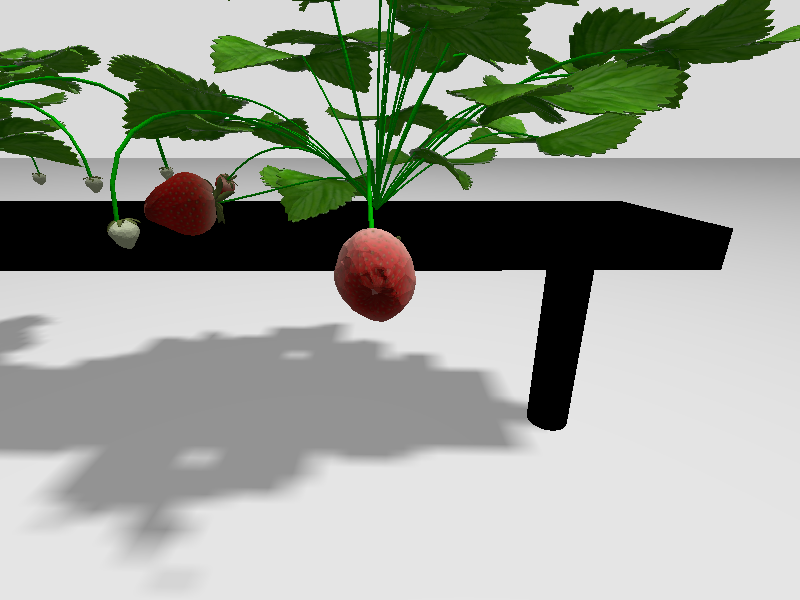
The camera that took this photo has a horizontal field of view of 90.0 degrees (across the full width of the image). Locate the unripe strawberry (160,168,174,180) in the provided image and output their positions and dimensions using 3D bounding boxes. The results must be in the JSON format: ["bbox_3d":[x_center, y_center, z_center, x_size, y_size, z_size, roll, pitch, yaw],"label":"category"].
[{"bbox_3d":[-0.202,-0.110,0.348,0.010,0.010,0.011,-1,21,-3],"label":"unripe strawberry"}]

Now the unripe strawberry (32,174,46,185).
[{"bbox_3d":[-0.466,-0.156,0.517,0.013,0.014,0.014,1,21,1],"label":"unripe strawberry"}]

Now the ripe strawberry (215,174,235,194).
[{"bbox_3d":[-0.190,-0.124,0.435,0.022,0.022,0.020,-30,1,36],"label":"ripe strawberry"}]

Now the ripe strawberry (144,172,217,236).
[{"bbox_3d":[-0.133,-0.057,0.242,0.039,0.038,0.036,-19,28,-39],"label":"ripe strawberry"}]

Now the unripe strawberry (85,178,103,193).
[{"bbox_3d":[-0.235,-0.088,0.308,0.011,0.011,0.010,3,21,7],"label":"unripe strawberry"}]

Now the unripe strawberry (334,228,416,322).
[{"bbox_3d":[-0.007,-0.007,0.119,0.025,0.028,0.027,-1,22,-3],"label":"unripe strawberry"}]

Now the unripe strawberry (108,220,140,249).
[{"bbox_3d":[-0.136,-0.032,0.198,0.013,0.014,0.014,15,26,34],"label":"unripe strawberry"}]
